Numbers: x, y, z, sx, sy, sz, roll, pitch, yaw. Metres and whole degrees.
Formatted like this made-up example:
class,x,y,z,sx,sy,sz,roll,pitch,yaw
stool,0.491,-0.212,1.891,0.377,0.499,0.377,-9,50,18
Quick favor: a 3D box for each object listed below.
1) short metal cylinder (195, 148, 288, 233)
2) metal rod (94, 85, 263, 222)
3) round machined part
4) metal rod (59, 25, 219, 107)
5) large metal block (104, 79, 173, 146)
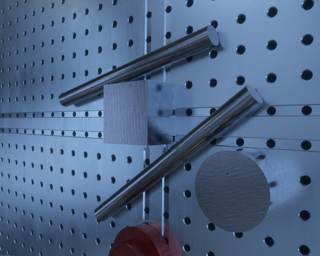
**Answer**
class,x,y,z,sx,sy,sz,roll,pitch,yaw
short metal cylinder,0.084,0.062,0.323,0.080,0.050,0.079,0,90,39
metal rod,0.004,0.049,0.403,0.299,0.025,0.025,-42,65,31
round machined part,-0.033,0.185,0.424,0.098,0.042,0.097,0,90,39
metal rod,-0.052,-0.078,0.450,0.300,0.025,0.025,-14,81,38
large metal block,-0.030,-0.019,0.416,0.080,0.050,0.079,0,90,39
